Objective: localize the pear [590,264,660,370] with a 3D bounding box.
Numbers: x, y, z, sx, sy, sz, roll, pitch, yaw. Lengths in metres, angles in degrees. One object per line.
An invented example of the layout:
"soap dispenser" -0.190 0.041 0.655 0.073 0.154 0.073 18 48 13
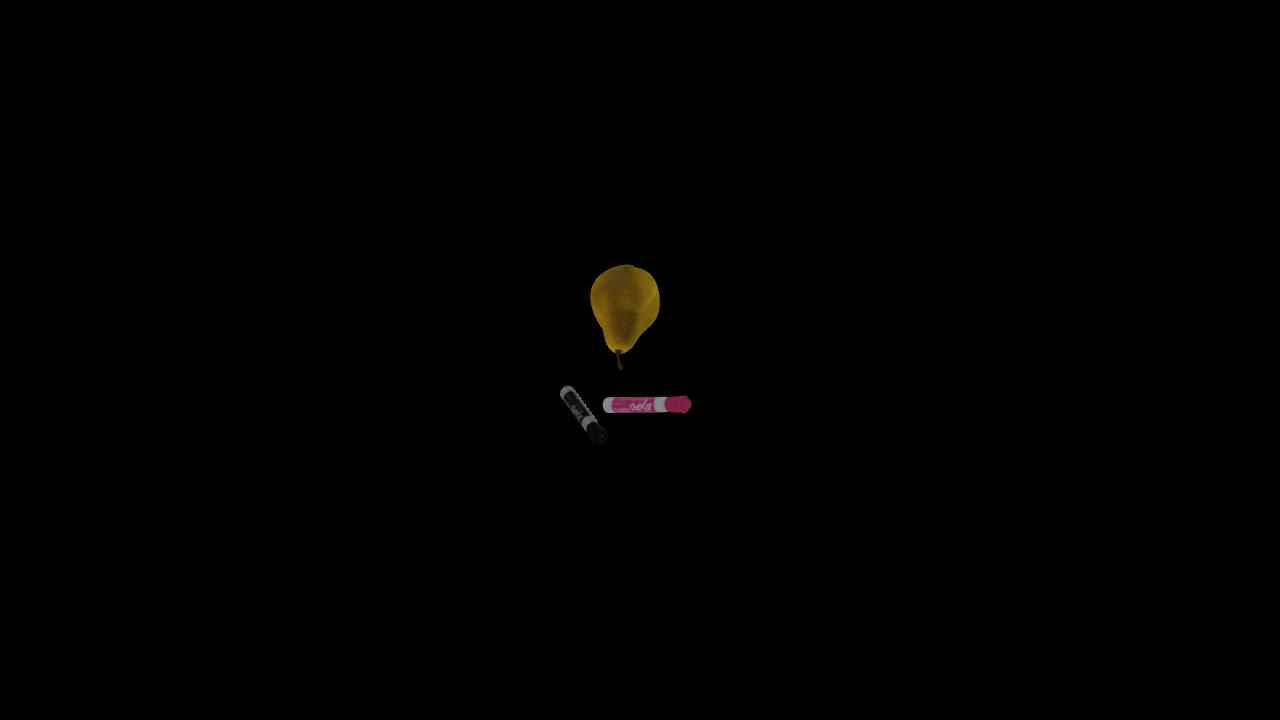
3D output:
"pear" -0.020 -0.045 0.642 0.080 0.111 0.080 9 -38 7

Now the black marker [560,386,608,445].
"black marker" -0.065 0.062 0.703 0.020 0.020 0.121 0 22 -26

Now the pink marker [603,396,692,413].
"pink marker" 0.007 0.050 0.685 0.121 0.020 0.020 -4 -3 42
